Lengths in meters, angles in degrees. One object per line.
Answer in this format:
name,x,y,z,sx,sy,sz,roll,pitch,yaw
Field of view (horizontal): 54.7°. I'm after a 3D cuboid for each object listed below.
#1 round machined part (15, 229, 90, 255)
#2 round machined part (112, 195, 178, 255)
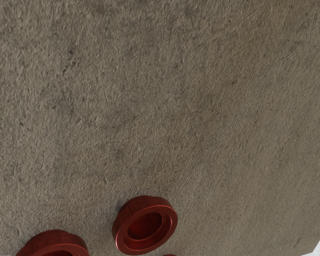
round machined part,-0.150,0.179,0.425,0.099,0.042,0.097,-14,124,-21
round machined part,-0.026,0.141,0.469,0.099,0.042,0.097,-14,124,-21
